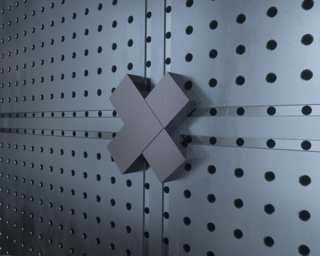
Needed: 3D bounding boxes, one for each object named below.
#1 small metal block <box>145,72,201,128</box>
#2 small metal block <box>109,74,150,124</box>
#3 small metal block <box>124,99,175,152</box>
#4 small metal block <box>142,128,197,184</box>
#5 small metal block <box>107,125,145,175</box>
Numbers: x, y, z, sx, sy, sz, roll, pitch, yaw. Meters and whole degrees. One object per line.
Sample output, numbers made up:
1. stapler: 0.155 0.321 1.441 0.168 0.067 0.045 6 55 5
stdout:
1. small metal block: 0.015 -0.035 0.394 0.050 0.025 0.050 -48 62 29
2. small metal block: -0.040 -0.040 0.440 0.050 0.025 0.050 -48 62 29
3. small metal block: -0.015 -0.003 0.418 0.050 0.025 0.050 -48 62 29
4. small metal block: 0.011 0.035 0.398 0.050 0.025 0.050 -48 62 29
5. small metal block: -0.043 0.030 0.443 0.050 0.025 0.050 -48 62 29
